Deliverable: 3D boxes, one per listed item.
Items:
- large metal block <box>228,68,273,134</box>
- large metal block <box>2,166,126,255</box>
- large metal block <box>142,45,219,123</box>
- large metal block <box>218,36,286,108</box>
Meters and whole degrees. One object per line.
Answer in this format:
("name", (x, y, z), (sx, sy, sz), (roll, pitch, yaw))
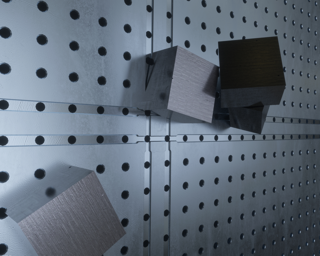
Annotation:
("large metal block", (0.147, -0.047, 0.493), (0.080, 0.050, 0.080), (-67, 156, -18))
("large metal block", (-0.094, 0.096, 0.314), (0.080, 0.050, 0.080), (-35, 112, -34))
("large metal block", (0.029, -0.054, 0.416), (0.080, 0.050, 0.080), (15, 80, -39))
("large metal block", (0.125, -0.077, 0.436), (0.050, 0.080, 0.080), (69, 21, -63))
